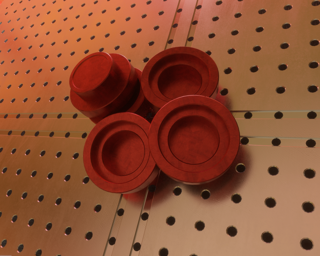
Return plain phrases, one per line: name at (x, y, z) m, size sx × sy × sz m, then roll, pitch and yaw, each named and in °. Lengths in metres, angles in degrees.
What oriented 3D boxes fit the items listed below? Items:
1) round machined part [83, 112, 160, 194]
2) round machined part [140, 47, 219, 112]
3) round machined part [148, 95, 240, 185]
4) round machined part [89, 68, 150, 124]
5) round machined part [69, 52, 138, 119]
round machined part at (-0.042, 0.033, 0.386) m, size 0.098 × 0.042 × 0.098 m, roll -4°, pitch 75°, yaw 16°
round machined part at (0.027, -0.055, 0.404) m, size 0.099 × 0.042 × 0.098 m, roll -4°, pitch 63°, yaw 8°
round machined part at (0.038, 0.015, 0.352) m, size 0.099 × 0.042 × 0.098 m, roll -2°, pitch 74°, yaw 6°
round machined part at (-0.052, -0.036, 0.445) m, size 0.098 × 0.042 × 0.098 m, roll -13°, pitch 56°, yaw 20°
round machined part at (-0.084, -0.065, 0.425) m, size 0.098 × 0.042 × 0.098 m, roll -13°, pitch 56°, yaw 20°
